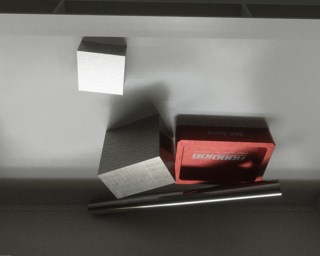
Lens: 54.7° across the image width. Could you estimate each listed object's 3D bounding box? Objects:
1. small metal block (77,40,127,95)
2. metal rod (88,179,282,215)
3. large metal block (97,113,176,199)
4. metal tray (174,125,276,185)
[{"bbox_3d":[-0.065,-0.068,0.351,0.050,0.025,0.050,5,130,-5],"label":"small metal block"},{"bbox_3d":[0.025,0.108,0.474,0.301,0.025,0.025,-10,130,18],"label":"metal rod"},{"bbox_3d":[-0.028,0.036,0.403,0.080,0.080,0.050,-18,128,14],"label":"large metal block"},{"bbox_3d":[0.085,0.041,0.442,0.131,0.030,0.089,2,130,-3],"label":"metal tray"}]
